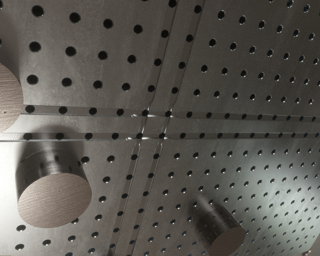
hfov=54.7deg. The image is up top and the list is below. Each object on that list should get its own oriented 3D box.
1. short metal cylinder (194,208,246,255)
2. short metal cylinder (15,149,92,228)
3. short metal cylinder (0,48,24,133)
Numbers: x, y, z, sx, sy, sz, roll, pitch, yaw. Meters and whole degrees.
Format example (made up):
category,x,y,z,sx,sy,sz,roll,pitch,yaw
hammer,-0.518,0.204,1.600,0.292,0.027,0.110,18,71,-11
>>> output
category,x,y,z,sx,sy,sz,roll,pitch,yaw
short metal cylinder,0.112,0.198,0.582,0.081,0.050,0.079,-14,124,-21
short metal cylinder,-0.128,0.072,0.370,0.081,0.050,0.079,-14,125,-21
short metal cylinder,-0.170,-0.036,0.280,0.081,0.050,0.079,-14,125,-21
